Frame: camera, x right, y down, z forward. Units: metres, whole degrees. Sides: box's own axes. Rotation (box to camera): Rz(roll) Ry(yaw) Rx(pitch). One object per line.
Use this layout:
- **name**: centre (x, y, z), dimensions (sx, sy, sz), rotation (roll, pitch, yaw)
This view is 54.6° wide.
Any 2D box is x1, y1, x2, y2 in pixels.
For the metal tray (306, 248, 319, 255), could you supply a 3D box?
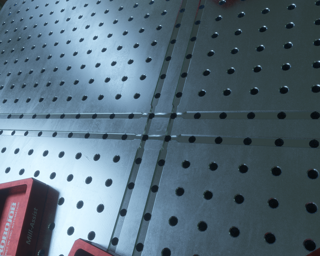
- **metal tray**: centre (0.171, 0.126, 0.238), dimensions (0.130, 0.030, 0.090), rotation (-34, 51, 6)

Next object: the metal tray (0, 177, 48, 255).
- **metal tray**: centre (-0.213, 0.140, 0.432), dimensions (0.090, 0.030, 0.130), rotation (-13, 56, 21)

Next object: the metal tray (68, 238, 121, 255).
- **metal tray**: centre (-0.054, 0.182, 0.322), dimensions (0.130, 0.030, 0.090), rotation (11, 67, 33)
